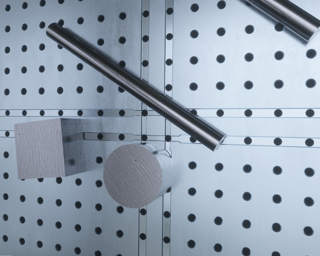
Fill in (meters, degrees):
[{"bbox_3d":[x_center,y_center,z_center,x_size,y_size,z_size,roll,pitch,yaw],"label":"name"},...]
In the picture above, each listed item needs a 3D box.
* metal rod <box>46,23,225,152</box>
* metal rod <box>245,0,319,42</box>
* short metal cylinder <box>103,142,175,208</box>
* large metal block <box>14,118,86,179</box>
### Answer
[{"bbox_3d":[-0.044,-0.064,0.426,0.300,0.025,0.025,35,101,16],"label":"metal rod"},{"bbox_3d":[0.067,-0.204,0.388,0.300,0.025,0.025,41,103,15],"label":"metal rod"},{"bbox_3d":[-0.026,0.060,0.408,0.080,0.050,0.079,0,90,19],"label":"short metal cylinder"},{"bbox_3d":[-0.160,0.030,0.454,0.080,0.050,0.080,-6,88,19],"label":"large metal block"}]
